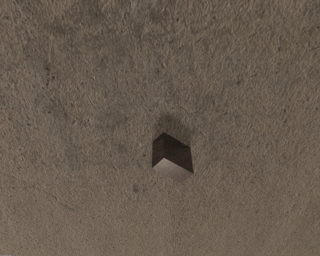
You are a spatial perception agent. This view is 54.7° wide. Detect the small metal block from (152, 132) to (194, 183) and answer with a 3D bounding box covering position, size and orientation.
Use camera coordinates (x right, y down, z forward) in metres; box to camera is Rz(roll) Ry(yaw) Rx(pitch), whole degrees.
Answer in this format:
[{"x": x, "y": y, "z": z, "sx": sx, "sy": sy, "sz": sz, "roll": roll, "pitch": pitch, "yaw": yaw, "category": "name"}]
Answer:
[{"x": 0.017, "y": 0.041, "z": 0.426, "sx": 0.050, "sy": 0.050, "sz": 0.025, "roll": 31, "pitch": 123, "yaw": -24, "category": "small metal block"}]
